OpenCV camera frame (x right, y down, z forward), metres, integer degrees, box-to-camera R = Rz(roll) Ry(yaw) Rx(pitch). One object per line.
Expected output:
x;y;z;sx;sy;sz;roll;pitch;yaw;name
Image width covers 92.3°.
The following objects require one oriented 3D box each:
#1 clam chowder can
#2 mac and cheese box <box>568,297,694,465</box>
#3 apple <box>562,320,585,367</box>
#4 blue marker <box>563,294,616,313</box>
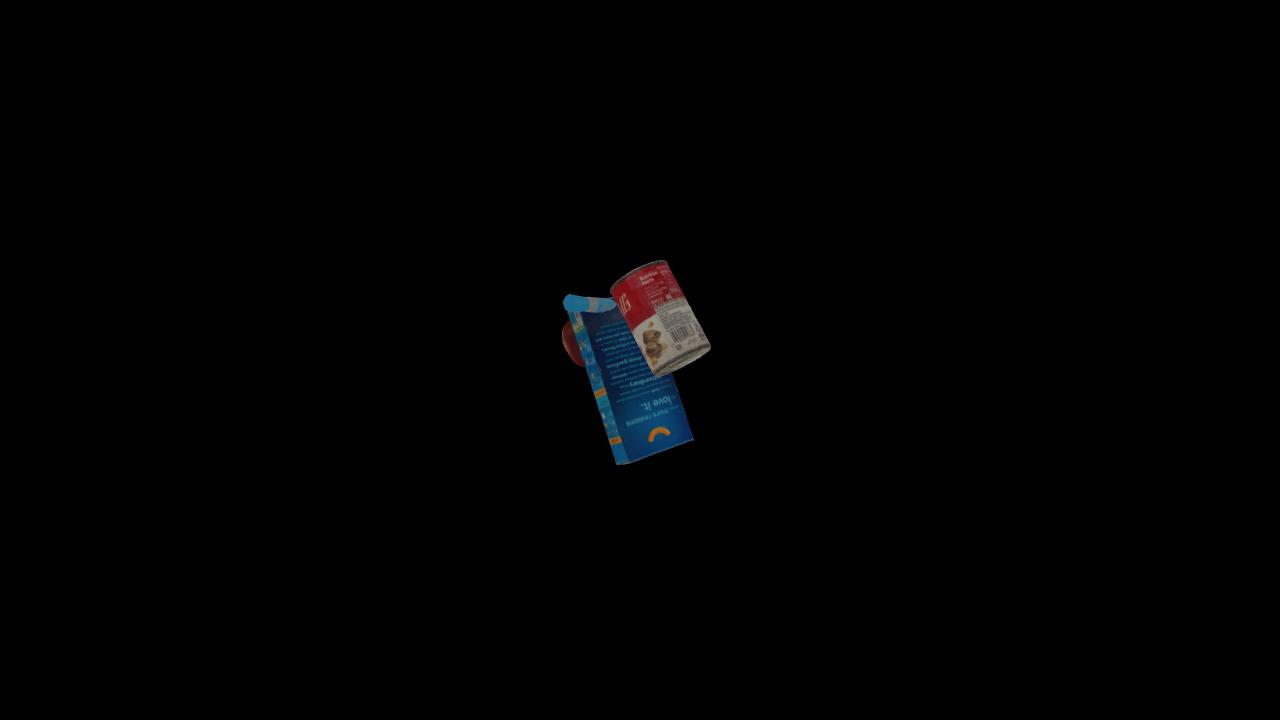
0.022;-0.042;0.632;0.068;0.102;0.068;-27;-9;-5;clam chowder can
-0.010;0.018;0.706;0.093;0.184;0.041;-15;-5;-31;mac and cheese box
-0.051;-0.031;0.751;0.093;0.079;0.079;-16;-3;10;apple
-0.039;-0.061;0.694;0.020;0.020;0.121;0;1;40;blue marker
